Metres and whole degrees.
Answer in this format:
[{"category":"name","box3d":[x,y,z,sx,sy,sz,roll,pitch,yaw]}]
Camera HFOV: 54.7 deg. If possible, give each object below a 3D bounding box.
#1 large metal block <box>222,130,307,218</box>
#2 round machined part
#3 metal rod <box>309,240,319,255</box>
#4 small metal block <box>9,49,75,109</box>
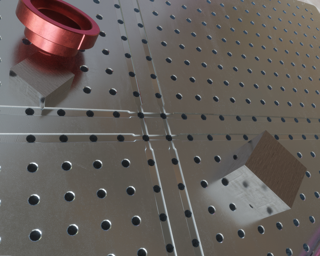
[{"category":"large metal block","box3d":[0.148,0.064,0.435,0.080,0.050,0.080,44,51,2]},{"category":"round machined part","box3d":[-0.130,-0.126,0.390,0.098,0.042,0.098,25,29,-15]},{"category":"metal rod","box3d":[0.198,0.187,0.402,0.302,0.025,0.025,-28,77,-37]},{"category":"small metal block","box3d":[-0.140,-0.059,0.369,0.050,0.025,0.050,40,51,-2]}]
